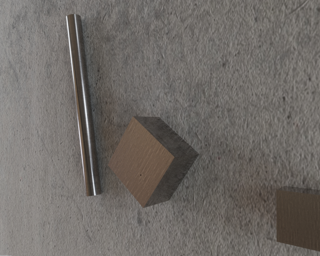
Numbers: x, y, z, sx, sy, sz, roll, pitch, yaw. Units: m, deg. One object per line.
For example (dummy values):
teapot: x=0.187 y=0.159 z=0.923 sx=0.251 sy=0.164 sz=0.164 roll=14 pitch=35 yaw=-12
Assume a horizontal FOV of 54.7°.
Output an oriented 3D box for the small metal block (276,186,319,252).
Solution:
small metal block: x=0.139 y=0.084 z=0.290 sx=0.050 sy=0.025 sz=0.050 roll=0 pitch=90 yaw=40

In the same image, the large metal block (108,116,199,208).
large metal block: x=-0.011 y=0.041 z=0.398 sx=0.080 sy=0.050 sz=0.080 roll=44 pitch=116 yaw=31

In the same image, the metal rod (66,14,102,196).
metal rod: x=-0.126 y=-0.040 z=0.508 sx=0.025 sy=0.025 sz=0.298 roll=-13 pitch=82 yaw=39
